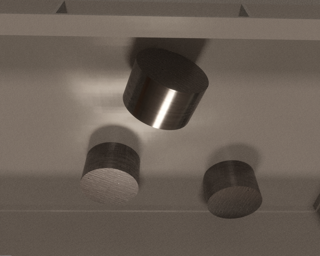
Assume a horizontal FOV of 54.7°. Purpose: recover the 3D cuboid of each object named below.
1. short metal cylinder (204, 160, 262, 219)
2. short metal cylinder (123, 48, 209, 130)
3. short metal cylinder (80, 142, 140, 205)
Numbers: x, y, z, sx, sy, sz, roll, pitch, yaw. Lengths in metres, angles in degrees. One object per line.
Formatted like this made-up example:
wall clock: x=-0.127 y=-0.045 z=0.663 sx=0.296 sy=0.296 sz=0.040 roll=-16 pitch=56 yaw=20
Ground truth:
short metal cylinder: x=0.110 y=0.095 z=0.476 sx=0.081 sy=0.050 sz=0.079 roll=0 pitch=130 yaw=0
short metal cylinder: x=0.005 y=-0.043 z=0.336 sx=0.081 sy=0.080 sz=0.050 roll=15 pitch=128 yaw=-13
short metal cylinder: x=-0.070 y=0.066 z=0.448 sx=0.081 sy=0.050 sz=0.079 roll=0 pitch=130 yaw=0
